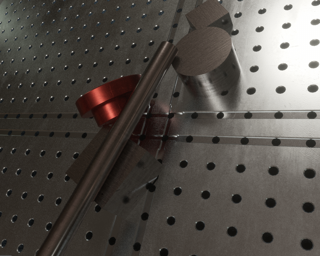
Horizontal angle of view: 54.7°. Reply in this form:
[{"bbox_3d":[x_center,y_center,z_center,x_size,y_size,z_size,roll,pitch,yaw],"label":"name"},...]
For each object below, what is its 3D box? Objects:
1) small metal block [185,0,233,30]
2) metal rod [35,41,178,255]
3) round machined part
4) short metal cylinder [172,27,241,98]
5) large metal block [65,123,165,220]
[{"bbox_3d":[0.074,-0.164,0.469,0.050,0.025,0.050,-31,52,7],"label":"small metal block"},{"bbox_3d":[-0.056,0.023,0.357,0.025,0.025,0.300,17,70,34],"label":"metal rod"},{"bbox_3d":[-0.061,-0.033,0.425,0.098,0.098,0.042,-24,89,13],"label":"round machined part"},{"bbox_3d":[0.061,-0.087,0.412,0.080,0.050,0.080,-13,56,20],"label":"short metal cylinder"},{"bbox_3d":[-0.056,0.053,0.388,0.080,0.050,0.080,30,78,37],"label":"large metal block"}]
